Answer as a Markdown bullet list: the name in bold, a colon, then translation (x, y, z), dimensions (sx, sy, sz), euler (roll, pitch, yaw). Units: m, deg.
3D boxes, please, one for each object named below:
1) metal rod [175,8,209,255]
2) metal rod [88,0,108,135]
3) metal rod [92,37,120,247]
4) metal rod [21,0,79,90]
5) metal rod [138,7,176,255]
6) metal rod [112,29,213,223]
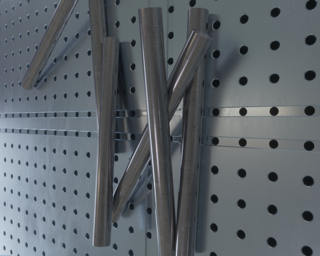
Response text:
- **metal rod**: translation (0.038, 0.009, 0.378), dimensions (0.025, 0.025, 0.298), euler (5, 93, 40)
- **metal rod**: translation (-0.093, -0.108, 0.487), dimensions (0.025, 0.025, 0.299), euler (-8, 85, 40)
- **metal rod**: translation (-0.077, 0.014, 0.451), dimensions (0.025, 0.025, 0.299), euler (-5, 79, 40)
- **metal rod**: translation (-0.187, -0.169, 0.546), dimensions (0.299, 0.025, 0.025), euler (-44, 64, 38)
- **metal rod**: translation (0.000, 0.019, 0.362), dimensions (0.025, 0.025, 0.298), euler (9, 111, 40)
- **metal rod**: translation (-0.014, 0.017, 0.401), dimensions (0.025, 0.025, 0.298), euler (45, 123, 30)
